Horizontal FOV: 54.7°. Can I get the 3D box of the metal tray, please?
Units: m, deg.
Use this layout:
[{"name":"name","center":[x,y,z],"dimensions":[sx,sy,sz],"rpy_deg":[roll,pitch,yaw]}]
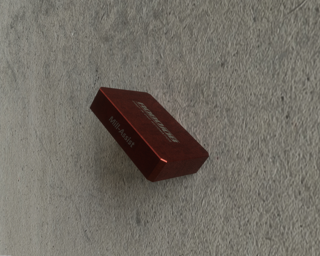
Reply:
[{"name":"metal tray","center":[-0.013,0.003,0.373],"dimensions":[0.130,0.091,0.030],"rpy_deg":[47,118,29]}]
